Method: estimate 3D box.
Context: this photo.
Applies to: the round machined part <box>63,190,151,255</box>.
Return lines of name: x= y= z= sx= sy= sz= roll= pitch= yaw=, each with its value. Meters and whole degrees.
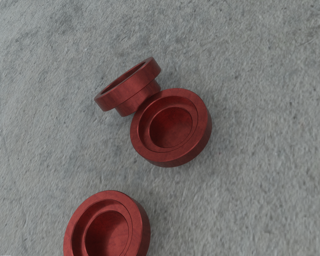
round machined part: x=-0.054 y=0.123 z=0.345 sx=0.098 sy=0.042 sz=0.098 roll=-13 pitch=56 yaw=20

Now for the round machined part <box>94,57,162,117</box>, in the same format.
round machined part: x=-0.038 y=-0.052 z=0.424 sx=0.098 sy=0.042 sz=0.098 roll=-33 pitch=17 yaw=12

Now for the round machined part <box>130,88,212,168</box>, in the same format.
round machined part: x=0.016 y=0.003 z=0.380 sx=0.098 sy=0.042 sz=0.098 roll=-12 pitch=59 yaw=20
